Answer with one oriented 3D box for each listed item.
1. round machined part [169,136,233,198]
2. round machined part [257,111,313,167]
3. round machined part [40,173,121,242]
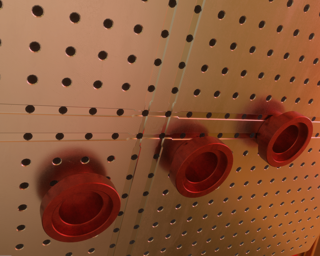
[{"bbox_3d":[0.058,0.054,0.467,0.099,0.042,0.097,-14,125,-21],"label":"round machined part"},{"bbox_3d":[0.205,0.015,0.524,0.099,0.042,0.097,-14,125,-21],"label":"round machined part"},{"bbox_3d":[-0.105,0.098,0.405,0.099,0.042,0.097,-14,125,-21],"label":"round machined part"}]
